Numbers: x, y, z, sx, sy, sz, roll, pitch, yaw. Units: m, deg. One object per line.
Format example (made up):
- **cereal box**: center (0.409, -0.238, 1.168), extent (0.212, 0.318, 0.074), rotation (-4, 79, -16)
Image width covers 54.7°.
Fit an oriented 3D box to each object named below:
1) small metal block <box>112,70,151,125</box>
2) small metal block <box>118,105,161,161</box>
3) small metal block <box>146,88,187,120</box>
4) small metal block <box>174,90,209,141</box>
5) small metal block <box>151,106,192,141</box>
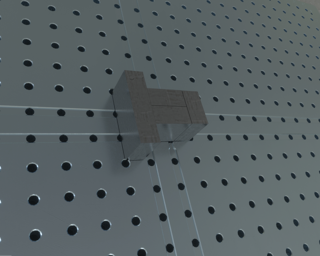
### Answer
- **small metal block**: center (-0.038, -0.038, 0.395), extent (0.025, 0.050, 0.050), rotation (0, 62, -29)
- **small metal block**: center (-0.026, 0.006, 0.375), extent (0.025, 0.050, 0.050), rotation (0, 62, -29)
- **small metal block**: center (-0.002, -0.027, 0.408), extent (0.050, 0.050, 0.025), rotation (0, 62, -29)
- **small metal block**: center (0.035, -0.016, 0.421), extent (0.025, 0.050, 0.050), rotation (0, 62, -29)
- **small metal block**: center (0.004, -0.005, 0.398), extent (0.050, 0.050, 0.025), rotation (0, 62, -29)
